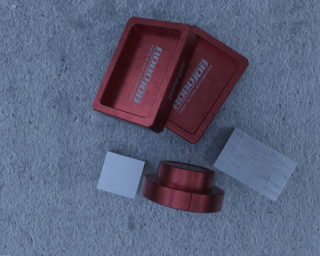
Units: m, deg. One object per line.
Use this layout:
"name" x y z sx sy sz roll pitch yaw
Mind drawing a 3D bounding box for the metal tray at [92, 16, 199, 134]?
"metal tray" -0.018 -0.068 0.381 0.090 0.030 0.130 18 83 27

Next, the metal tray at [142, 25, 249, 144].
"metal tray" 0.043 -0.055 0.407 0.090 0.030 0.130 33 90 -1

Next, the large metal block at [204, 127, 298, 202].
"large metal block" 0.106 0.041 0.384 0.080 0.080 0.050 30 90 -1

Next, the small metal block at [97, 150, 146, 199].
"small metal block" -0.050 0.060 0.409 0.050 0.025 0.050 16 90 -1

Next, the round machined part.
"round machined part" 0.029 0.066 0.374 0.099 0.098 0.042 11 90 -1
